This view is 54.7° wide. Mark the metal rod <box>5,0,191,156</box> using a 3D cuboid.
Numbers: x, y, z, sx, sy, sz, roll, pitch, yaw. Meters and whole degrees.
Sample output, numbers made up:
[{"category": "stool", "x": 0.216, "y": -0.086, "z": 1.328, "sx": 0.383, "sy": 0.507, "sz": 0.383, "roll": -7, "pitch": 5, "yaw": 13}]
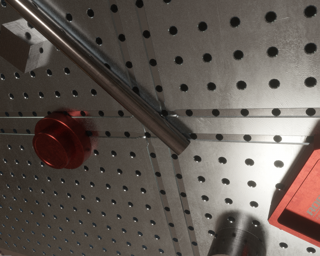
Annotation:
[{"category": "metal rod", "x": -0.080, "y": -0.073, "z": 0.406, "sx": 0.300, "sy": 0.025, "sz": 0.025, "roll": 42, "pitch": 129, "yaw": -1}]

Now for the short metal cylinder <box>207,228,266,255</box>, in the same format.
[{"category": "short metal cylinder", "x": 0.111, "y": 0.195, "z": 0.456, "sx": 0.080, "sy": 0.050, "sz": 0.079, "roll": 13, "pitch": 124, "yaw": 20}]

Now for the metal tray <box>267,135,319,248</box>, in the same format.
[{"category": "metal tray", "x": 0.193, "y": 0.080, "z": 0.355, "sx": 0.090, "sy": 0.030, "sz": 0.129, "roll": 24, "pitch": 127, "yaw": 13}]

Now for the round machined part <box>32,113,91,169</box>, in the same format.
[{"category": "round machined part", "x": -0.165, "y": 0.027, "z": 0.502, "sx": 0.098, "sy": 0.042, "sz": 0.097, "roll": 13, "pitch": 124, "yaw": 20}]

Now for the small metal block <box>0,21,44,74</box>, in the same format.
[{"category": "small metal block", "x": -0.200, "y": -0.115, "z": 0.443, "sx": 0.050, "sy": 0.025, "sz": 0.050, "roll": 37, "pitch": 129, "yaw": 3}]
